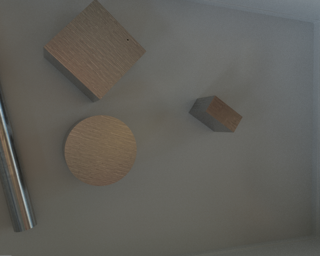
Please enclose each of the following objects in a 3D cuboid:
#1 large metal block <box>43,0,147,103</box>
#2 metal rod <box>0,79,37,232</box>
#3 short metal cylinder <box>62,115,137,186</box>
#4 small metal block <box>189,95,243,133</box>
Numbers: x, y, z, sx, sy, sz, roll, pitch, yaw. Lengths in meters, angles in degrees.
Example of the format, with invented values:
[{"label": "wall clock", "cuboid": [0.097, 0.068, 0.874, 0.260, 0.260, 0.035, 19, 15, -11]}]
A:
[{"label": "large metal block", "cuboid": [-0.078, -0.088, 0.369, 0.080, 0.050, 0.080, 44, 76, -15]}, {"label": "metal rod", "cuboid": [-0.185, -0.032, 0.342, 0.025, 0.025, 0.298, -14, 95, -20]}, {"label": "short metal cylinder", "cuboid": [-0.074, 0.025, 0.371, 0.081, 0.050, 0.079, 0, 90, -21]}, {"label": "small metal block", "cuboid": [0.075, -0.018, 0.427, 0.050, 0.050, 0.025, 35, 79, -17]}]
